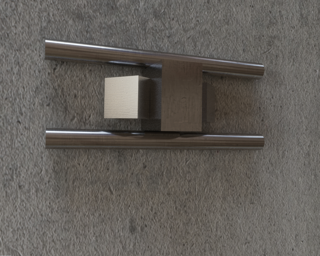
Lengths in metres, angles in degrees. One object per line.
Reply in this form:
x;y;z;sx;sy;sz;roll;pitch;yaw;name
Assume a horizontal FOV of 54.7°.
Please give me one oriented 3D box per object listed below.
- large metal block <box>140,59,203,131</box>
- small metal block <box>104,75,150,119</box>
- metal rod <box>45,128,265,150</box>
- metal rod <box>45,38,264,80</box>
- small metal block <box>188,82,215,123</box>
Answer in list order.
0.011;-0.036;0.388;0.050;0.080;0.079;1;90;-20;large metal block
-0.041;-0.036;0.381;0.025;0.050;0.050;1;90;-60;small metal block
0.008;0.017;0.414;0.303;0.025;0.025;2;90;-21;metal rod
0.008;-0.089;0.414;0.303;0.025;0.025;1;90;-21;metal rod
0.057;-0.033;0.418;0.025;0.050;0.050;0;89;21;small metal block
